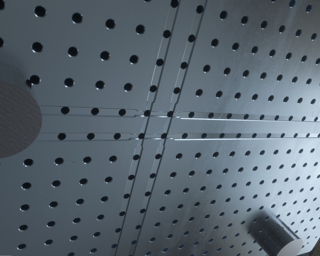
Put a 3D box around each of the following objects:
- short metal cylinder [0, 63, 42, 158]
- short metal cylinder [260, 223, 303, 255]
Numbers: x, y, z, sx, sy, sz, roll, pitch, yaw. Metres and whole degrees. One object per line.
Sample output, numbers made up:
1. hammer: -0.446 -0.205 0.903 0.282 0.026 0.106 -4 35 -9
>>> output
1. short metal cylinder: -0.159 -0.017 0.297 0.081 0.050 0.079 -14 124 -21
2. short metal cylinder: 0.279 0.266 0.712 0.081 0.050 0.079 -14 124 -21
